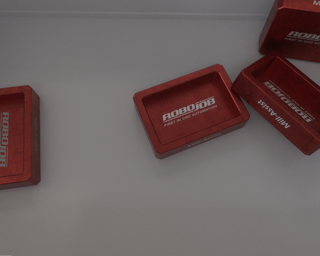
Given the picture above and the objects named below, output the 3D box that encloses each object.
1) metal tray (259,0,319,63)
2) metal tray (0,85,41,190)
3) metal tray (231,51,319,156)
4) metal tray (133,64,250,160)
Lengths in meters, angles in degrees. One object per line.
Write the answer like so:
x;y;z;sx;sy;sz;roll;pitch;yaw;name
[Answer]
0.213;-0.132;0.423;0.131;0.090;0.030;9;64;3;metal tray
-0.206;0.013;0.400;0.091;0.030;0.130;-8;70;-3;metal tray
0.170;-0.037;0.404;0.091;0.030;0.130;-34;72;-35;metal tray
0.040;-0.023;0.415;0.131;0.030;0.090;-21;71;-8;metal tray
